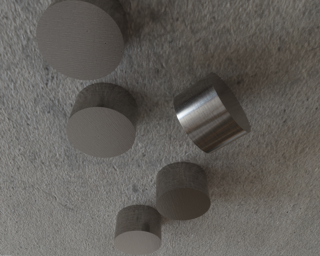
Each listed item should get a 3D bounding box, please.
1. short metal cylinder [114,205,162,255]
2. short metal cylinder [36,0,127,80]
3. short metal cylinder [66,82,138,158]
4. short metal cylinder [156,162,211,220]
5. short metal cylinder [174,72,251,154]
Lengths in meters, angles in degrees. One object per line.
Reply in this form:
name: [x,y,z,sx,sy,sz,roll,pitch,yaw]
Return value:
short metal cylinder: [-0.038,0.180,0.543,0.081,0.050,0.079,0,130,0]
short metal cylinder: [-0.074,-0.095,0.309,0.081,0.050,0.079,0,130,0]
short metal cylinder: [-0.069,-0.009,0.382,0.081,0.050,0.079,0,130,0]
short metal cylinder: [0.034,0.097,0.475,0.081,0.050,0.079,0,130,0]
short metal cylinder: [0.061,-0.017,0.358,0.050,0.080,0.080,-33,123,25]
